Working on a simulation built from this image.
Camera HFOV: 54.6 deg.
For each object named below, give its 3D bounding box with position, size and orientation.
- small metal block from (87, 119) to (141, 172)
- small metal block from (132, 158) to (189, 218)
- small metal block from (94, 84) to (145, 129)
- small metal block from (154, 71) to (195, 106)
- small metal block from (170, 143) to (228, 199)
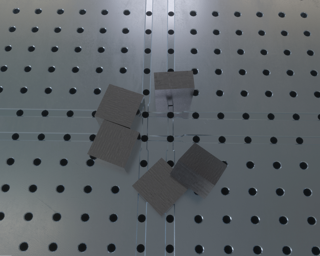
[{"bbox_3d":[-0.058,0.023,0.403,0.050,0.025,0.050,20,71,7],"label":"small metal block"},{"bbox_3d":[0.002,0.074,0.385,0.050,0.025,0.050,-43,76,-14],"label":"small metal block"},{"bbox_3d":[-0.053,-0.026,0.421,0.050,0.025,0.050,19,71,7],"label":"small metal block"},{"bbox_3d":[0.018,-0.053,0.418,0.050,0.050,0.025,-3,70,-1],"label":"small metal block"},{"bbox_3d":[0.048,0.051,0.380,0.050,0.025,0.050,35,34,12],"label":"small metal block"}]
